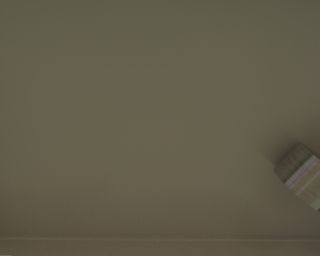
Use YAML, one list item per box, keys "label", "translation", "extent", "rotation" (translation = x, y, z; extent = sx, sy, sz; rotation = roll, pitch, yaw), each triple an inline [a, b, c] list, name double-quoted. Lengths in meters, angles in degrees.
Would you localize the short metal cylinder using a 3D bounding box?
- label: "short metal cylinder"
  translation: [0.199, 0.063, 0.407]
  extent: [0.080, 0.080, 0.050]
  rotation: [34, 107, -12]
